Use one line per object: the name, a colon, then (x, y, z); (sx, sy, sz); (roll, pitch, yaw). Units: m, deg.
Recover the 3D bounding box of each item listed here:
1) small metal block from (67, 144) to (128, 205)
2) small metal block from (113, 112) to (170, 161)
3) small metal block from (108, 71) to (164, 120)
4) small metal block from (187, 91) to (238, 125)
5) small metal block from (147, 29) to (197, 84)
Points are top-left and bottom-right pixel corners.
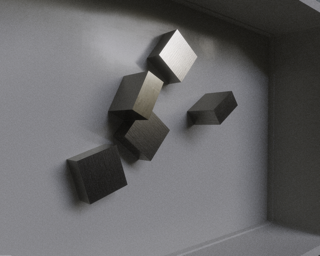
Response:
small metal block: (-0.070, 0.050, 0.350); (0.050, 0.025, 0.050); (-23, 105, -38)
small metal block: (-0.022, 0.006, 0.390); (0.050, 0.025, 0.050); (47, 62, -30)
small metal block: (-0.029, -0.037, 0.368); (0.025, 0.050, 0.050); (33, 69, -36)
small metal block: (0.078, -0.029, 0.458); (0.050, 0.050, 0.025); (-43, 117, -32)
small metal block: (0.018, -0.097, 0.423); (0.050, 0.025, 0.050); (46, 62, -30)
